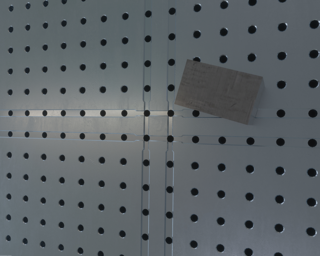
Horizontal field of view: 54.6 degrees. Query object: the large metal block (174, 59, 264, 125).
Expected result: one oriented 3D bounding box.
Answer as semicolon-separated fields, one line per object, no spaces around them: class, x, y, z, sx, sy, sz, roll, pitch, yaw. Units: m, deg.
large metal block;0.072;-0.038;0.358;0.080;0.080;0.050;18;96;19
